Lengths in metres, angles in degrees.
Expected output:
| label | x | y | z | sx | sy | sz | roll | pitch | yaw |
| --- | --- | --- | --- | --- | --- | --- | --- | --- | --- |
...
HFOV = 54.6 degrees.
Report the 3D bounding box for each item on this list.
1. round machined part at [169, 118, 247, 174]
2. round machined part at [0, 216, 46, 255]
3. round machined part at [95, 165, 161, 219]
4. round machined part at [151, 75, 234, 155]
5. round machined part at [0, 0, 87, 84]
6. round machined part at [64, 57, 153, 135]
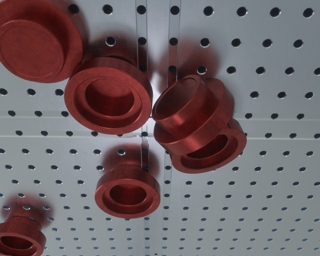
| label | x | y | z | sx | sy | sz | roll | pitch | yaw |
| --- | --- | --- | --- | --- | --- | --- | --- | --- | --- |
| round machined part | 0.058 | 0.016 | 0.402 | 0.099 | 0.042 | 0.098 | -11 | 143 | -8 |
| round machined part | -0.258 | 0.199 | 0.567 | 0.099 | 0.042 | 0.097 | 0 | 130 | 0 |
| round machined part | -0.048 | 0.095 | 0.481 | 0.099 | 0.042 | 0.097 | 0 | 130 | 0 |
| round machined part | 0.029 | -0.021 | 0.346 | 0.098 | 0.098 | 0.042 | -32 | 119 | 24 |
| round machined part | -0.130 | -0.088 | 0.325 | 0.099 | 0.042 | 0.097 | 0 | 130 | 0 |
| round machined part | -0.057 | -0.041 | 0.362 | 0.098 | 0.042 | 0.097 | 2 | 134 | 2 |
